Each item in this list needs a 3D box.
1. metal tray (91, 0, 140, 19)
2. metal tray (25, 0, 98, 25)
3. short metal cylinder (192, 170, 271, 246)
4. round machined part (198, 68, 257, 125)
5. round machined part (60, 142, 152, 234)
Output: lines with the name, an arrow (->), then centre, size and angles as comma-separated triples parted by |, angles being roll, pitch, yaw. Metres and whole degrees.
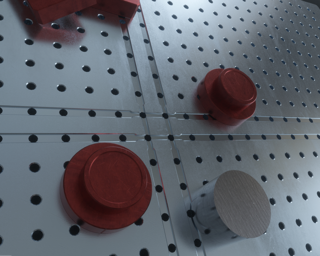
metal tray -> -0.083, -0.247, 0.511 | 0.091, 0.030, 0.130 | 9, 58, -23
metal tray -> -0.157, -0.217, 0.432 | 0.091, 0.030, 0.130 | -29, 77, -15
short metal cylinder -> 0.086, 0.098, 0.379 | 0.081, 0.050, 0.080 | 14, 56, -21
round machined part -> 0.114, -0.057, 0.493 | 0.099, 0.042, 0.098 | 14, 56, -21
round machined part -> -0.053, 0.059, 0.333 | 0.099, 0.042, 0.098 | 14, 56, -21
